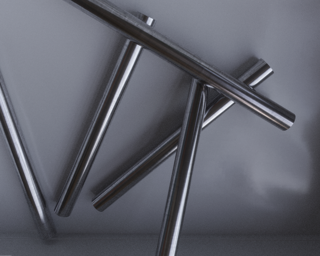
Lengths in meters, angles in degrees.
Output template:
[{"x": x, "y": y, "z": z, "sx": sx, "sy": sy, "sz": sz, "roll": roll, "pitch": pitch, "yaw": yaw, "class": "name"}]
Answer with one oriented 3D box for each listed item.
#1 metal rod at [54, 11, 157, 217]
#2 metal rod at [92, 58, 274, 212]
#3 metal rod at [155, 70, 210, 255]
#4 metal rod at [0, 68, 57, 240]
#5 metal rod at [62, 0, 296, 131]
[{"x": -0.079, "y": -0.004, "z": 0.408, "sx": 0.025, "sy": 0.025, "sz": 0.298, "roll": 24, "pitch": 108, "yaw": -9, "class": "metal rod"}, {"x": 0.022, "y": 0.017, "z": 0.417, "sx": 0.300, "sy": 0.025, "sz": 0.025, "roll": -40, "pitch": 106, "yaw": 13, "class": "metal rod"}, {"x": 0.024, "y": 0.073, "z": 0.375, "sx": 0.025, "sy": 0.025, "sz": 0.298, "roll": 12, "pitch": 85, "yaw": -5, "class": "metal rod"}, {"x": -0.194, "y": 0.023, "z": 0.416, "sx": 0.025, "sy": 0.025, "sz": 0.298, "roll": -9, "pitch": 110, "yaw": 3, "class": "metal rod"}, {"x": 0.028, "y": -0.078, "z": 0.355, "sx": 0.301, "sy": 0.025, "sz": 0.025, "roll": 29, "pitch": 107, "yaw": -11, "class": "metal rod"}]
